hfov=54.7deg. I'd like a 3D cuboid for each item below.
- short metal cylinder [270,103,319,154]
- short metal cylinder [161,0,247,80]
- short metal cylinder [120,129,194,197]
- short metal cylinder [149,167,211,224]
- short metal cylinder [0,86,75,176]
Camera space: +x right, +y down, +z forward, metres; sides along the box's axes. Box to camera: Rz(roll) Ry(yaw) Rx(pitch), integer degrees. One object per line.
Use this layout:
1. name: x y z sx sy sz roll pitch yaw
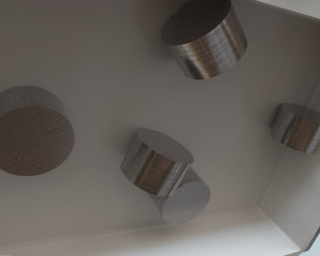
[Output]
1. short metal cylinder: 0.226 -0.001 0.499 0.081 0.080 0.050 2 118 -30
2. short metal cylinder: 0.048 -0.100 0.339 0.080 0.080 0.050 -41 130 -1
3. short metal cylinder: -0.004 0.043 0.399 0.081 0.080 0.050 17 109 -35
4. short metal cylinder: 0.029 0.099 0.472 0.081 0.050 0.079 -14 125 -21
5. short metal cylinder: -0.135 0.003 0.321 0.081 0.050 0.079 -14 125 -21
